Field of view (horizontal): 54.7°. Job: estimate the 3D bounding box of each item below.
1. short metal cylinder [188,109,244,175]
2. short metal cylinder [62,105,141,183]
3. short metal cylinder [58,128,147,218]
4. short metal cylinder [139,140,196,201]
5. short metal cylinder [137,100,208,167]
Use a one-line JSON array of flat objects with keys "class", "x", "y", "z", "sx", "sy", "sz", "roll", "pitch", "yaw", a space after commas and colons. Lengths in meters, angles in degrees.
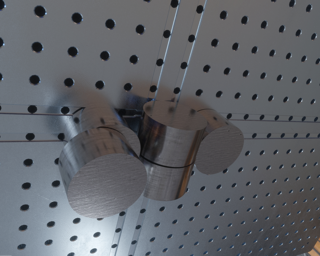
[{"class": "short metal cylinder", "x": 0.072, "y": 0.020, "z": 0.445, "sx": 0.081, "sy": 0.050, "sz": 0.079, "roll": -14, "pitch": 124, "yaw": -21}, {"class": "short metal cylinder", "x": -0.070, "y": 0.019, "z": 0.368, "sx": 0.081, "sy": 0.050, "sz": 0.079, "roll": -14, "pitch": 124, "yaw": -21}, {"class": "short metal cylinder", "x": -0.060, "y": 0.047, "z": 0.324, "sx": 0.081, "sy": 0.050, "sz": 0.079, "roll": -14, "pitch": 124, "yaw": -21}, {"class": "short metal cylinder", "x": 0.002, "y": 0.050, "z": 0.407, "sx": 0.081, "sy": 0.080, "sz": 0.050, "roll": -1, "pitch": 119, "yaw": -28}, {"class": "short metal cylinder", "x": 0.013, "y": 0.005, "z": 0.386, "sx": 0.081, "sy": 0.080, "sz": 0.050, "roll": 1, "pitch": 119, "yaw": -29}]
